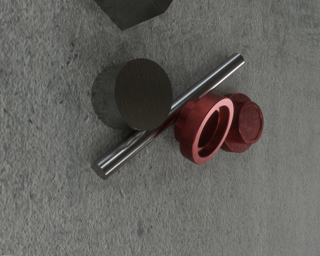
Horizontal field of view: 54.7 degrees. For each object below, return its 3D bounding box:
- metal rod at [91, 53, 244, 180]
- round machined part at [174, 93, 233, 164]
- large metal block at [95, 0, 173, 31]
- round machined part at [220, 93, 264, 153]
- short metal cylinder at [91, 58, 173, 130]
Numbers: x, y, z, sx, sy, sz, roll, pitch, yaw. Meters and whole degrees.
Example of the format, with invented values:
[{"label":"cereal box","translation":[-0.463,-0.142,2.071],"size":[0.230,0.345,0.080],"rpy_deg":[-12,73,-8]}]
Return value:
[{"label":"metal rod","translation":[0.030,-0.032,0.429],"size":[0.302,0.025,0.025],"rpy_deg":[-39,114,-33]},{"label":"round machined part","translation":[0.057,-0.003,0.424],"size":[0.099,0.042,0.097],"rpy_deg":[-35,140,-37]},{"label":"large metal block","translation":[-0.035,-0.163,0.339],"size":[0.080,0.080,0.050],"rpy_deg":[43,64,-32]},{"label":"round machined part","translation":[0.132,-0.008,0.504],"size":[0.099,0.042,0.097],"rpy_deg":[0,90,-40]},{"label":"short metal cylinder","translation":[-0.032,-0.037,0.362],"size":[0.081,0.050,0.080],"rpy_deg":[0,90,-40]}]
